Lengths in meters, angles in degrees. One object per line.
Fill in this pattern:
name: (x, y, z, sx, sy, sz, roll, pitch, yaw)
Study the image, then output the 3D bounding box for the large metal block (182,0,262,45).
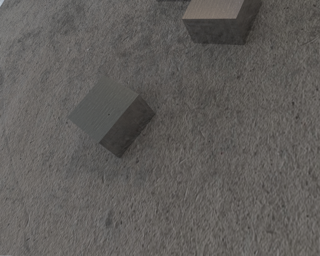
large metal block: (0.090, -0.168, 0.444, 0.080, 0.050, 0.080, 13, 68, 33)

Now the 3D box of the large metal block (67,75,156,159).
large metal block: (-0.068, -0.017, 0.434, 0.080, 0.050, 0.080, 32, 79, 38)
